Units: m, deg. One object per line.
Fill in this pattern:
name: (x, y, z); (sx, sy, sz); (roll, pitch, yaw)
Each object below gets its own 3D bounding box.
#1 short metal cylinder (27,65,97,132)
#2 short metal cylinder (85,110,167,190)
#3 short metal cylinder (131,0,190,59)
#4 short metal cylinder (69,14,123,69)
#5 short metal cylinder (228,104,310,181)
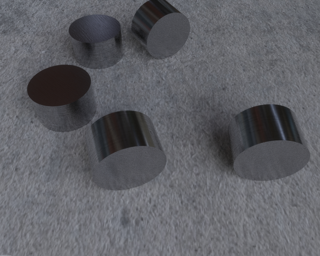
short metal cylinder: (-0.130, -0.041, 0.420); (0.081, 0.050, 0.080); (0, 50, 0)
short metal cylinder: (-0.039, 0.026, 0.345); (0.081, 0.080, 0.050); (-13, 52, -11)
short metal cylinder: (0.001, -0.160, 0.502); (0.081, 0.080, 0.050); (-25, 55, -20)
short metal cylinder: (-0.102, -0.141, 0.504); (0.081, 0.050, 0.080); (0, 50, 0)
short metal cylinder: (0.121, 0.018, 0.354); (0.081, 0.080, 0.050); (0, 50, 0)
